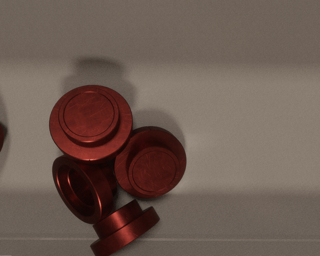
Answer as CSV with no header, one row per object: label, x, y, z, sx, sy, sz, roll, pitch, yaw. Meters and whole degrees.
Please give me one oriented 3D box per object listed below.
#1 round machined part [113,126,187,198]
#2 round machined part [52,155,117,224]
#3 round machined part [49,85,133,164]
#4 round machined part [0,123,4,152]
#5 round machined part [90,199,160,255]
round machined part,-0.011,0.050,0.409,0.099,0.042,0.097,-4,107,-13
round machined part,-0.095,0.073,0.411,0.098,0.042,0.097,20,124,34
round machined part,-0.082,-0.009,0.370,0.099,0.042,0.098,2,69,-5
round machined part,-0.254,0.014,0.385,0.042,0.099,0.097,28,113,31
round machined part,-0.053,0.134,0.427,0.098,0.098,0.042,-33,81,11
